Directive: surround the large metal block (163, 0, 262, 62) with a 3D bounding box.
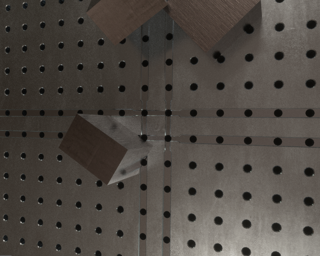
[{"bbox_3d":[0.064,-0.142,0.376,0.080,0.050,0.080,-43,77,14],"label":"large metal block"}]

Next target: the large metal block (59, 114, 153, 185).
[{"bbox_3d":[-0.068,0.024,0.406,0.080,0.080,0.050,34,101,16],"label":"large metal block"}]

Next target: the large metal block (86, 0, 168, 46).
[{"bbox_3d":[-0.041,-0.161,0.390,0.080,0.080,0.050,-33,122,16],"label":"large metal block"}]
